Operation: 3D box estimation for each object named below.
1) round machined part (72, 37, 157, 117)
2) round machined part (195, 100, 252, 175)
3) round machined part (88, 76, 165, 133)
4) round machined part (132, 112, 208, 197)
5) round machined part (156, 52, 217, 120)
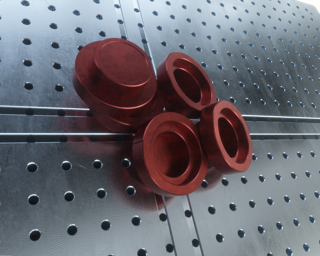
[{"bbox_3d":[-0.048,-0.065,0.358,0.099,0.042,0.098,14,56,-21],"label":"round machined part"},{"bbox_3d":[0.082,0.015,0.419,0.098,0.042,0.098,24,56,-42],"label":"round machined part"},{"bbox_3d":[-0.047,-0.036,0.394,0.099,0.042,0.098,14,56,-21],"label":"round machined part"},{"bbox_3d":[0.008,0.033,0.372,0.099,0.042,0.098,13,68,-35],"label":"round machined part"},{"bbox_3d":[0.032,-0.055,0.438,0.098,0.042,0.098,27,47,-32],"label":"round machined part"}]
